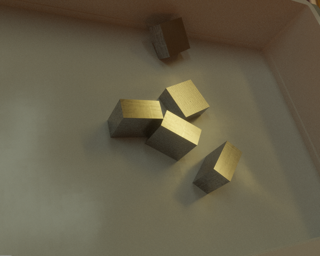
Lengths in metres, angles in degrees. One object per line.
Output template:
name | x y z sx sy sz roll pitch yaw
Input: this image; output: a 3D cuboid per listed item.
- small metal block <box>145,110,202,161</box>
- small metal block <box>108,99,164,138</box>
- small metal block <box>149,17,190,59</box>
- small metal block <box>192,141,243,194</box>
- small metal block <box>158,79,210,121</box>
small metal block | 0.016 0.011 0.391 0.050 0.050 0.025 29 52 -10
small metal block | -0.031 -0.011 0.379 0.050 0.050 0.025 1 62 -28
small metal block | 0.016 -0.141 0.485 0.050 0.025 0.050 -32 112 -37
small metal block | 0.074 0.051 0.398 0.025 0.050 0.050 38 51 -3
small metal block | 0.035 -0.037 0.447 0.050 0.025 0.050 -24 75 -37
